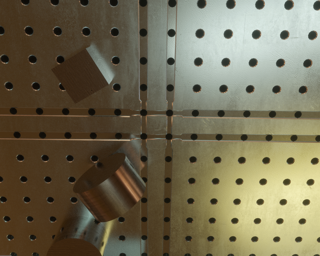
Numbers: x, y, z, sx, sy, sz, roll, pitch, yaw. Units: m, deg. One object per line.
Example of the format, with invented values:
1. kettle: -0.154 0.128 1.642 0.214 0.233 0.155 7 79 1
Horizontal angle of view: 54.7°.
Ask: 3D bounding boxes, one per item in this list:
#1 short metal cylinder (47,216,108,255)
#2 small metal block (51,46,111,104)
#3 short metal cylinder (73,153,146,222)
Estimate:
1. short metal cylinder: -0.122 0.181 0.466 0.081 0.050 0.079 0 110 0
2. small metal block: -0.097 -0.066 0.388 0.050 0.025 0.050 -28 108 10
3. short metal cylinder: -0.066 0.077 0.412 0.080 0.080 0.050 -29 108 10
